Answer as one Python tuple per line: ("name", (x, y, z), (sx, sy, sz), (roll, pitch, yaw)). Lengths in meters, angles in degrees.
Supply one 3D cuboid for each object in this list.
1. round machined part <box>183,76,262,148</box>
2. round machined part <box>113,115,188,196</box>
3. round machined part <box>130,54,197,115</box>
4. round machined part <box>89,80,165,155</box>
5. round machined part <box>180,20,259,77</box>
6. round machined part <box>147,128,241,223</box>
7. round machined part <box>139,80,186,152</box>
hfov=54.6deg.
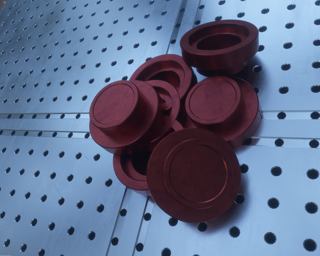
("round machined part", (0.069, -0.024, 0.376), (0.098, 0.042, 0.098), (-13, 56, 21))
("round machined part", (-0.004, 0.036, 0.379), (0.098, 0.042, 0.098), (-13, 56, 21))
("round machined part", (0.005, -0.050, 0.426), (0.098, 0.042, 0.098), (-13, 56, 21))
("round machined part", (-0.047, -0.019, 0.380), (0.098, 0.042, 0.098), (-13, 56, 21))
("round machined part", (0.078, -0.101, 0.405), (0.098, 0.042, 0.098), (-9, 39, 8))
("round machined part", (0.036, 0.047, 0.319), (0.099, 0.042, 0.098), (1, 79, -4))
("round machined part", (-0.011, -0.012, 0.411), (0.098, 0.042, 0.098), (-13, 56, 21))
